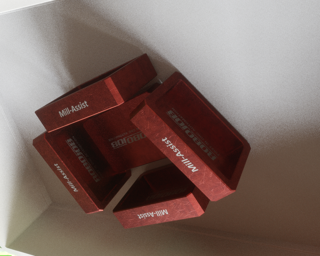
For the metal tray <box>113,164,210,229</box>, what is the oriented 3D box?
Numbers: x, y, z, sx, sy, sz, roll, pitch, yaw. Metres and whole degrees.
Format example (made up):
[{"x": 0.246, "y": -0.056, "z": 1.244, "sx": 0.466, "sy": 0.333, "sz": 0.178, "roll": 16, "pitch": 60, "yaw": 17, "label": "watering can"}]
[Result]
[{"x": 0.010, "y": 0.083, "z": 0.409, "sx": 0.130, "sy": 0.090, "sz": 0.030, "roll": -22, "pitch": 107, "yaw": 36, "label": "metal tray"}]

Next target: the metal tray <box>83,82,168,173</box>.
[{"x": -0.033, "y": 0.004, "z": 0.420, "sx": 0.130, "sy": 0.030, "sz": 0.090, "roll": -21, "pitch": 107, "yaw": 35, "label": "metal tray"}]

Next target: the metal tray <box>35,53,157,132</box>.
[{"x": -0.078, "y": -0.042, "z": 0.377, "sx": 0.130, "sy": 0.090, "sz": 0.030, "roll": -17, "pitch": 110, "yaw": 34, "label": "metal tray"}]

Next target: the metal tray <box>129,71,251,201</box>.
[{"x": 0.039, "y": 0.006, "z": 0.347, "sx": 0.130, "sy": 0.090, "sz": 0.030, "roll": 45, "pitch": 130, "yaw": -4, "label": "metal tray"}]

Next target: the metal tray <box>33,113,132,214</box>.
[{"x": -0.106, "y": 0.045, "z": 0.445, "sx": 0.030, "sy": 0.090, "sz": 0.130, "roll": -23, "pitch": 106, "yaw": 36, "label": "metal tray"}]
